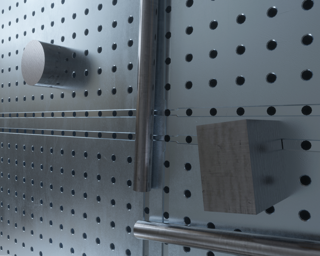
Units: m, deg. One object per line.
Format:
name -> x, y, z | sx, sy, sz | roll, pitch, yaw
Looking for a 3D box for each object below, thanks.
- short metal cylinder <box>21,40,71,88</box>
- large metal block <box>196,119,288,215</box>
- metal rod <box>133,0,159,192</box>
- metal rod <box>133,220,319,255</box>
short metal cylinder -> -0.207, -0.114, 0.560 | 0.080, 0.050, 0.079 | 0, 90, 39
large metal block -> 0.082, 0.035, 0.304 | 0.050, 0.081, 0.080 | -8, 85, 39
metal rod -> -0.019, -0.063, 0.422 | 0.025, 0.025, 0.298 | 4, 92, 39
metal rod -> 0.088, 0.126, 0.335 | 0.300, 0.025, 0.025 | -7, 85, 39
